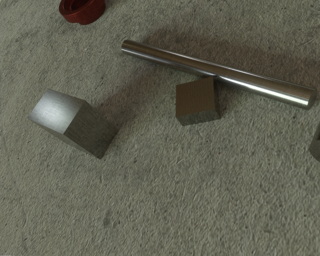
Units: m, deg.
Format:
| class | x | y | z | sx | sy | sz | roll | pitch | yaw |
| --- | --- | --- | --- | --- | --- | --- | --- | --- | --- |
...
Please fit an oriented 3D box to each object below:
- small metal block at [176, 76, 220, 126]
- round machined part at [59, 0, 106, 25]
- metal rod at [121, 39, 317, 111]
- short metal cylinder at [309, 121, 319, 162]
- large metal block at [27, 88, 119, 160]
| class | x | y | z | sx | sy | sz | roll | pitch | yaw |
| --- | --- | --- | --- | --- | --- | --- | --- | --- | --- |
| small metal block | 0.048 | -0.034 | 0.398 | 0.050 | 0.025 | 0.050 | -11 | 57 | 22 |
| round machined part | -0.149 | -0.246 | 0.619 | 0.098 | 0.042 | 0.098 | -13 | 56 | 20 |
| metal rod | 0.055 | -0.082 | 0.424 | 0.300 | 0.025 | 0.025 | 25 | 75 | 36 |
| short metal cylinder | 0.180 | 0.009 | 0.269 | 0.080 | 0.080 | 0.050 | 18 | 71 | 35 |
| large metal block | -0.119 | -0.005 | 0.432 | 0.080 | 0.080 | 0.050 | 18 | 72 | 35 |
